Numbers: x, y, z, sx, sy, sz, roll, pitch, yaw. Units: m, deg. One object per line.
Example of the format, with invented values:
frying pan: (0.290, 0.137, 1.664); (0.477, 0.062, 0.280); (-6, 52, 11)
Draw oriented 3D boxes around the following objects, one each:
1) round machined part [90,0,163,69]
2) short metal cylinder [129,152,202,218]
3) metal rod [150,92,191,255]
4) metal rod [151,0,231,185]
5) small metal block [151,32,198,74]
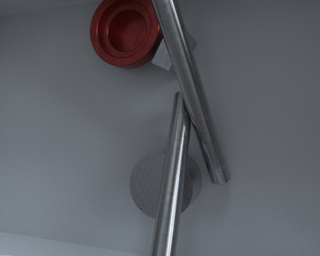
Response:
round machined part: (-0.040, -0.127, 0.415); (0.098, 0.042, 0.097); (0, 90, 19)
short metal cylinder: (0.009, 0.070, 0.393); (0.080, 0.050, 0.079); (0, 90, 19)
metal rod: (0.008, 0.096, 0.322); (0.025, 0.025, 0.299); (1, 65, 19)
metal rod: (0.027, -0.068, 0.333); (0.025, 0.025, 0.298); (-13, 112, 19)
small metal block: (0.019, -0.095, 0.390); (0.025, 0.050, 0.050); (30, 100, 17)
